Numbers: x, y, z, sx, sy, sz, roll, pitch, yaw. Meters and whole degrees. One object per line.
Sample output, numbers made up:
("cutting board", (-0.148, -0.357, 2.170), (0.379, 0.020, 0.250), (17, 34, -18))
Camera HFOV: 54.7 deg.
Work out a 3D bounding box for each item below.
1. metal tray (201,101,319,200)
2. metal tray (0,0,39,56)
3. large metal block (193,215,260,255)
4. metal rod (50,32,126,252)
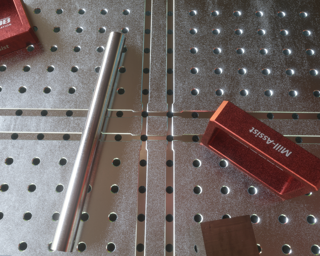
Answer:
("metal tray", (0.115, 0.030, 0.367), (0.130, 0.090, 0.030), (35, 74, 11))
("metal tray", (-0.261, -0.148, 0.461), (0.131, 0.030, 0.090), (-23, 72, -9))
("large metal block", (0.071, 0.140, 0.332), (0.050, 0.080, 0.080), (-8, 70, -3))
("metal rod", (-0.089, 0.003, 0.409), (0.025, 0.025, 0.299), (9, 70, 3))
